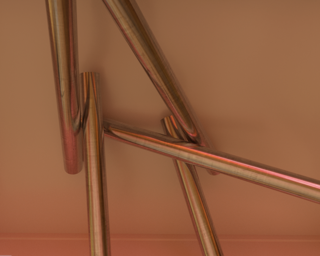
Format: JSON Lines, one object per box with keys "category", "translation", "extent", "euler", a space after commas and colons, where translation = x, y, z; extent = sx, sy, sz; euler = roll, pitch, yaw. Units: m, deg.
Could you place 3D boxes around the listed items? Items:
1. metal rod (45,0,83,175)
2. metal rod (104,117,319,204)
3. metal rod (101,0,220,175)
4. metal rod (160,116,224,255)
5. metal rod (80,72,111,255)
{"category": "metal rod", "translation": [-0.097, -0.045, 0.324], "extent": [0.025, 0.025, 0.298], "euler": [9, 137, -4]}
{"category": "metal rod", "translation": [0.037, 0.030, 0.371], "extent": [0.301, 0.025, 0.025], "euler": [16, 111, 14]}
{"category": "metal rod", "translation": [0.014, -0.036, 0.334], "extent": [0.025, 0.025, 0.300], "euler": [-26, 133, 9]}
{"category": "metal rod", "translation": [0.056, 0.127, 0.380], "extent": [0.025, 0.025, 0.299], "euler": [-19, 79, 6]}
{"category": "metal rod", "translation": [-0.075, 0.083, 0.370], "extent": [0.025, 0.025, 0.298], "euler": [-4, 86, 1]}
